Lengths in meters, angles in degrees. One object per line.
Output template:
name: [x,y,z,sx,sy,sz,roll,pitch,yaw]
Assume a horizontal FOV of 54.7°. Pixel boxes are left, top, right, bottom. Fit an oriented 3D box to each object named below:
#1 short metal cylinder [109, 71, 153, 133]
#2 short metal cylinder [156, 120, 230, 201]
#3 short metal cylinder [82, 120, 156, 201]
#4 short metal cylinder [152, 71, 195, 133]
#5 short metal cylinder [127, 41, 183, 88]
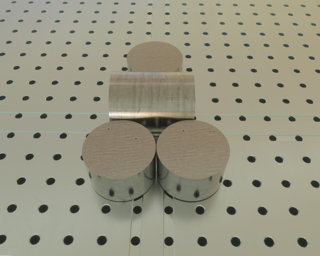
short metal cylinder: [-0.035,-0.033,0.400,0.050,0.080,0.080,0,50,0]
short metal cylinder: [0.036,0.037,0.359,0.081,0.050,0.080,0,50,0]
short metal cylinder: [-0.045,0.037,0.358,0.081,0.050,0.080,0,50,0]
short metal cylinder: [0.016,-0.033,0.400,0.050,0.080,0.080,0,50,0]
short metal cylinder: [-0.007,-0.085,0.462,0.081,0.050,0.080,0,50,0]
